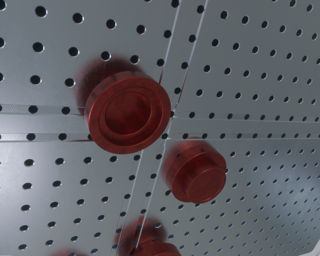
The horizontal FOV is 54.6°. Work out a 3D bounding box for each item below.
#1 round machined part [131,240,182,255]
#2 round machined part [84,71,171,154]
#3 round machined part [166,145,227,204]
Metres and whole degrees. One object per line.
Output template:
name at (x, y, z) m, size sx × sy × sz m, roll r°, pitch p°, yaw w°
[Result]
round machined part at (-0.013, 0.234, 0.537) m, size 0.099 × 0.042 × 0.097 m, roll -14°, pitch 124°, yaw -21°
round machined part at (-0.040, -0.021, 0.365) m, size 0.099 × 0.042 × 0.097 m, roll -14°, pitch 124°, yaw -21°
round machined part at (0.063, 0.079, 0.482) m, size 0.099 × 0.042 × 0.097 m, roll -14°, pitch 124°, yaw -21°
